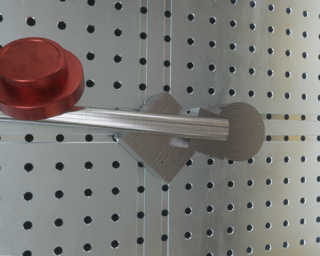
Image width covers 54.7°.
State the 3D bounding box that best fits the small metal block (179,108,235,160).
[{"bbox_3d":[0.058,0.007,0.380,0.050,0.025,0.050,20,83,-19],"label":"small metal block"}]

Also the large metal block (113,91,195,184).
[{"bbox_3d":[0.001,0.011,0.398,0.080,0.050,0.080,46,76,-15],"label":"large metal block"}]

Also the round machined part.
[{"bbox_3d":[-0.132,-0.059,0.327,0.099,0.042,0.098,3,52,-4],"label":"round machined part"}]

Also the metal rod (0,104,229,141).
[{"bbox_3d":[-0.076,-0.011,0.339,0.302,0.025,0.025,5,88,-4],"label":"metal rod"}]

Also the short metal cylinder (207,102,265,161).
[{"bbox_3d":[0.099,0.005,0.437,0.081,0.050,0.079,0,90,-21],"label":"short metal cylinder"}]
